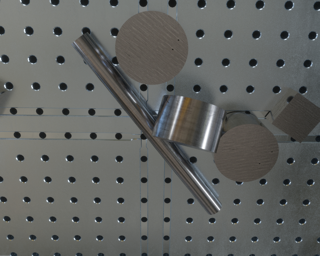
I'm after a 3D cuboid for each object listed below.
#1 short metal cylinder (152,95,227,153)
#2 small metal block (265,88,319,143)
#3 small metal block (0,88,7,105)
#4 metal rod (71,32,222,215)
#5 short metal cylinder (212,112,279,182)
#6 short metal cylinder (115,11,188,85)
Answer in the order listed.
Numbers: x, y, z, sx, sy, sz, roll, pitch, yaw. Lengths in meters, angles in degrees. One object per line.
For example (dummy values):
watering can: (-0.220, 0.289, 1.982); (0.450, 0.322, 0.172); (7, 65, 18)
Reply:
short metal cylinder: (0.035, -0.004, 0.376); (0.080, 0.080, 0.050); (16, 86, -6)
small metal block: (0.179, -0.016, 0.409); (0.050, 0.025, 0.050); (32, 107, -11)
small metal block: (-0.236, -0.037, 0.398); (0.050, 0.025, 0.050); (30, 107, -11)
metal rod: (-0.008, 0.005, 0.415); (0.025, 0.025, 0.300); (-35, 107, 12)
short metal cylinder: (0.108, 0.024, 0.410); (0.081, 0.050, 0.079); (0, 110, 0)
short metal cylinder: (-0.009, -0.095, 0.365); (0.081, 0.050, 0.079); (0, 110, 0)
